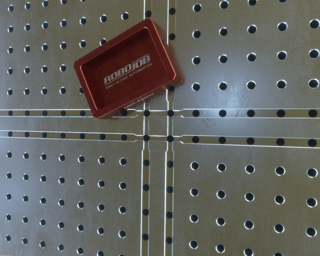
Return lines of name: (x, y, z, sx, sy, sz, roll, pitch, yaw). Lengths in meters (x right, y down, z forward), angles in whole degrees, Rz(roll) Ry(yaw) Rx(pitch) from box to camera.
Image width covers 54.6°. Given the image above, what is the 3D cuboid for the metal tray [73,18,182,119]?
metal tray: (-0.046, -0.077, 0.426, 0.130, 0.030, 0.090, -25, 82, 18)
